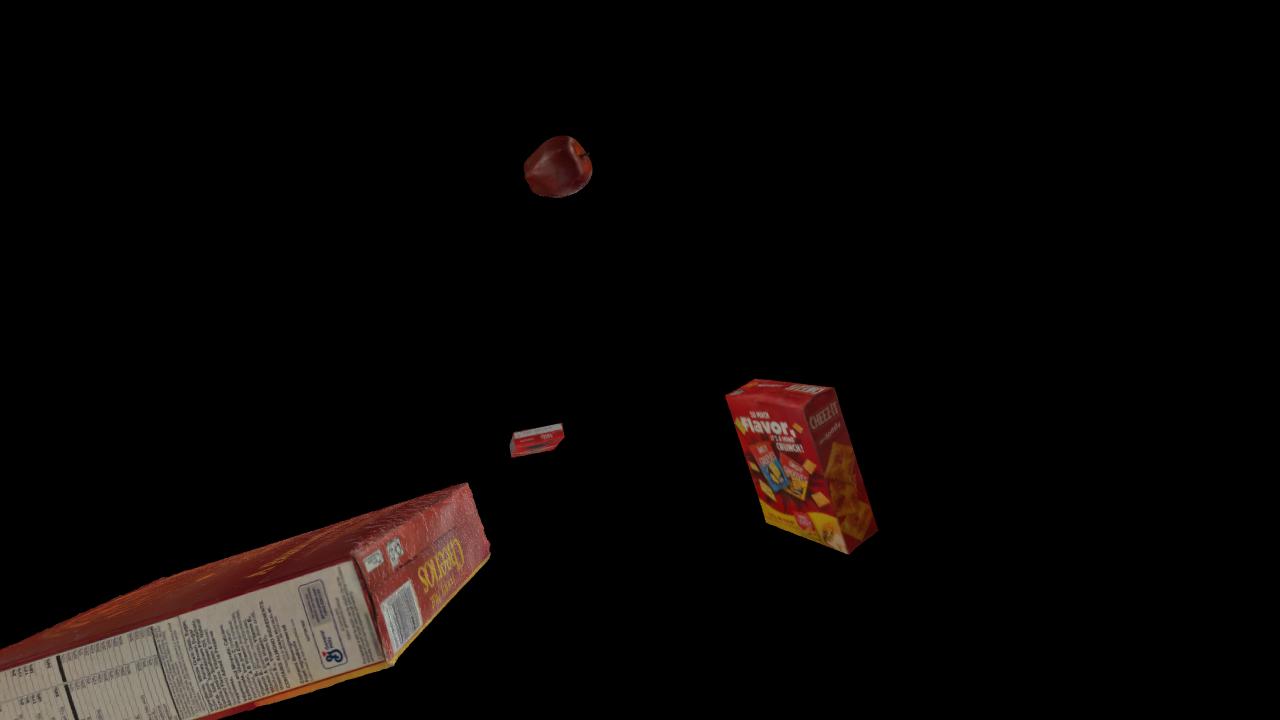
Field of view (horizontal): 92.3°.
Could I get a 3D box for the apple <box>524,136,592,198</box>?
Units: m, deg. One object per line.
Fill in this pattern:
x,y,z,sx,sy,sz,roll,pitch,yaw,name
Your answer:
-0.109,-0.259,0.832,0.093,0.079,0.079,-20,-7,20,apple

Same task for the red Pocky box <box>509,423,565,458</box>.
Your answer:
-0.180,0.140,1.060,0.083,0.028,0.155,-11,-12,-17,red Pocky box

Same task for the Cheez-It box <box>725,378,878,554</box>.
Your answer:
0.222,0.142,0.864,0.071,0.223,0.166,-27,14,-26,Cheez-It box

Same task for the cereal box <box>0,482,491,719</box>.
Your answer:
-0.288,0.186,0.450,0.306,0.081,0.203,-18,-1,2,cereal box
